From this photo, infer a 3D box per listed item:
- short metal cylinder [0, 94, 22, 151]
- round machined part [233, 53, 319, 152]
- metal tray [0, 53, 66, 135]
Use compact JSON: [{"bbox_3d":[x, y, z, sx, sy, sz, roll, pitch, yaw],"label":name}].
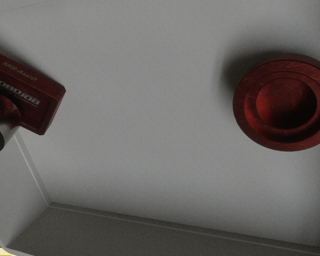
[{"bbox_3d":[-0.253,-0.008,0.452,0.080,0.050,0.079,5,130,7],"label":"short metal cylinder"},{"bbox_3d":[0.127,-0.028,0.313,0.098,0.042,0.097,13,124,20],"label":"round machined part"},{"bbox_3d":[-0.218,-0.052,0.460,0.131,0.030,0.089,28,130,-13],"label":"metal tray"}]
